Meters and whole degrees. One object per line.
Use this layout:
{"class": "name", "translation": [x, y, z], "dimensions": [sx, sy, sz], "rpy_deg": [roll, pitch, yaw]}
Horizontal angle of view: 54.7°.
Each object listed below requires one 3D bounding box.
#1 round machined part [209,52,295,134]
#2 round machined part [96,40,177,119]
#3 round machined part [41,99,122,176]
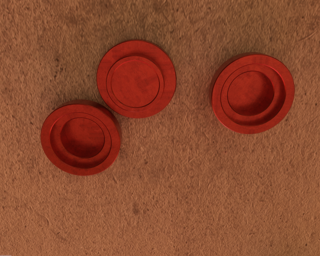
{"class": "round machined part", "translation": [0.110, -0.045, 0.385], "dimensions": [0.099, 0.042, 0.097], "rpy_deg": [0, 110, 0]}
{"class": "round machined part", "translation": [-0.029, -0.057, 0.379], "dimensions": [0.099, 0.042, 0.097], "rpy_deg": [0, 110, 0]}
{"class": "round machined part", "translation": [-0.099, 0.010, 0.403], "dimensions": [0.099, 0.042, 0.097], "rpy_deg": [0, 110, 0]}
